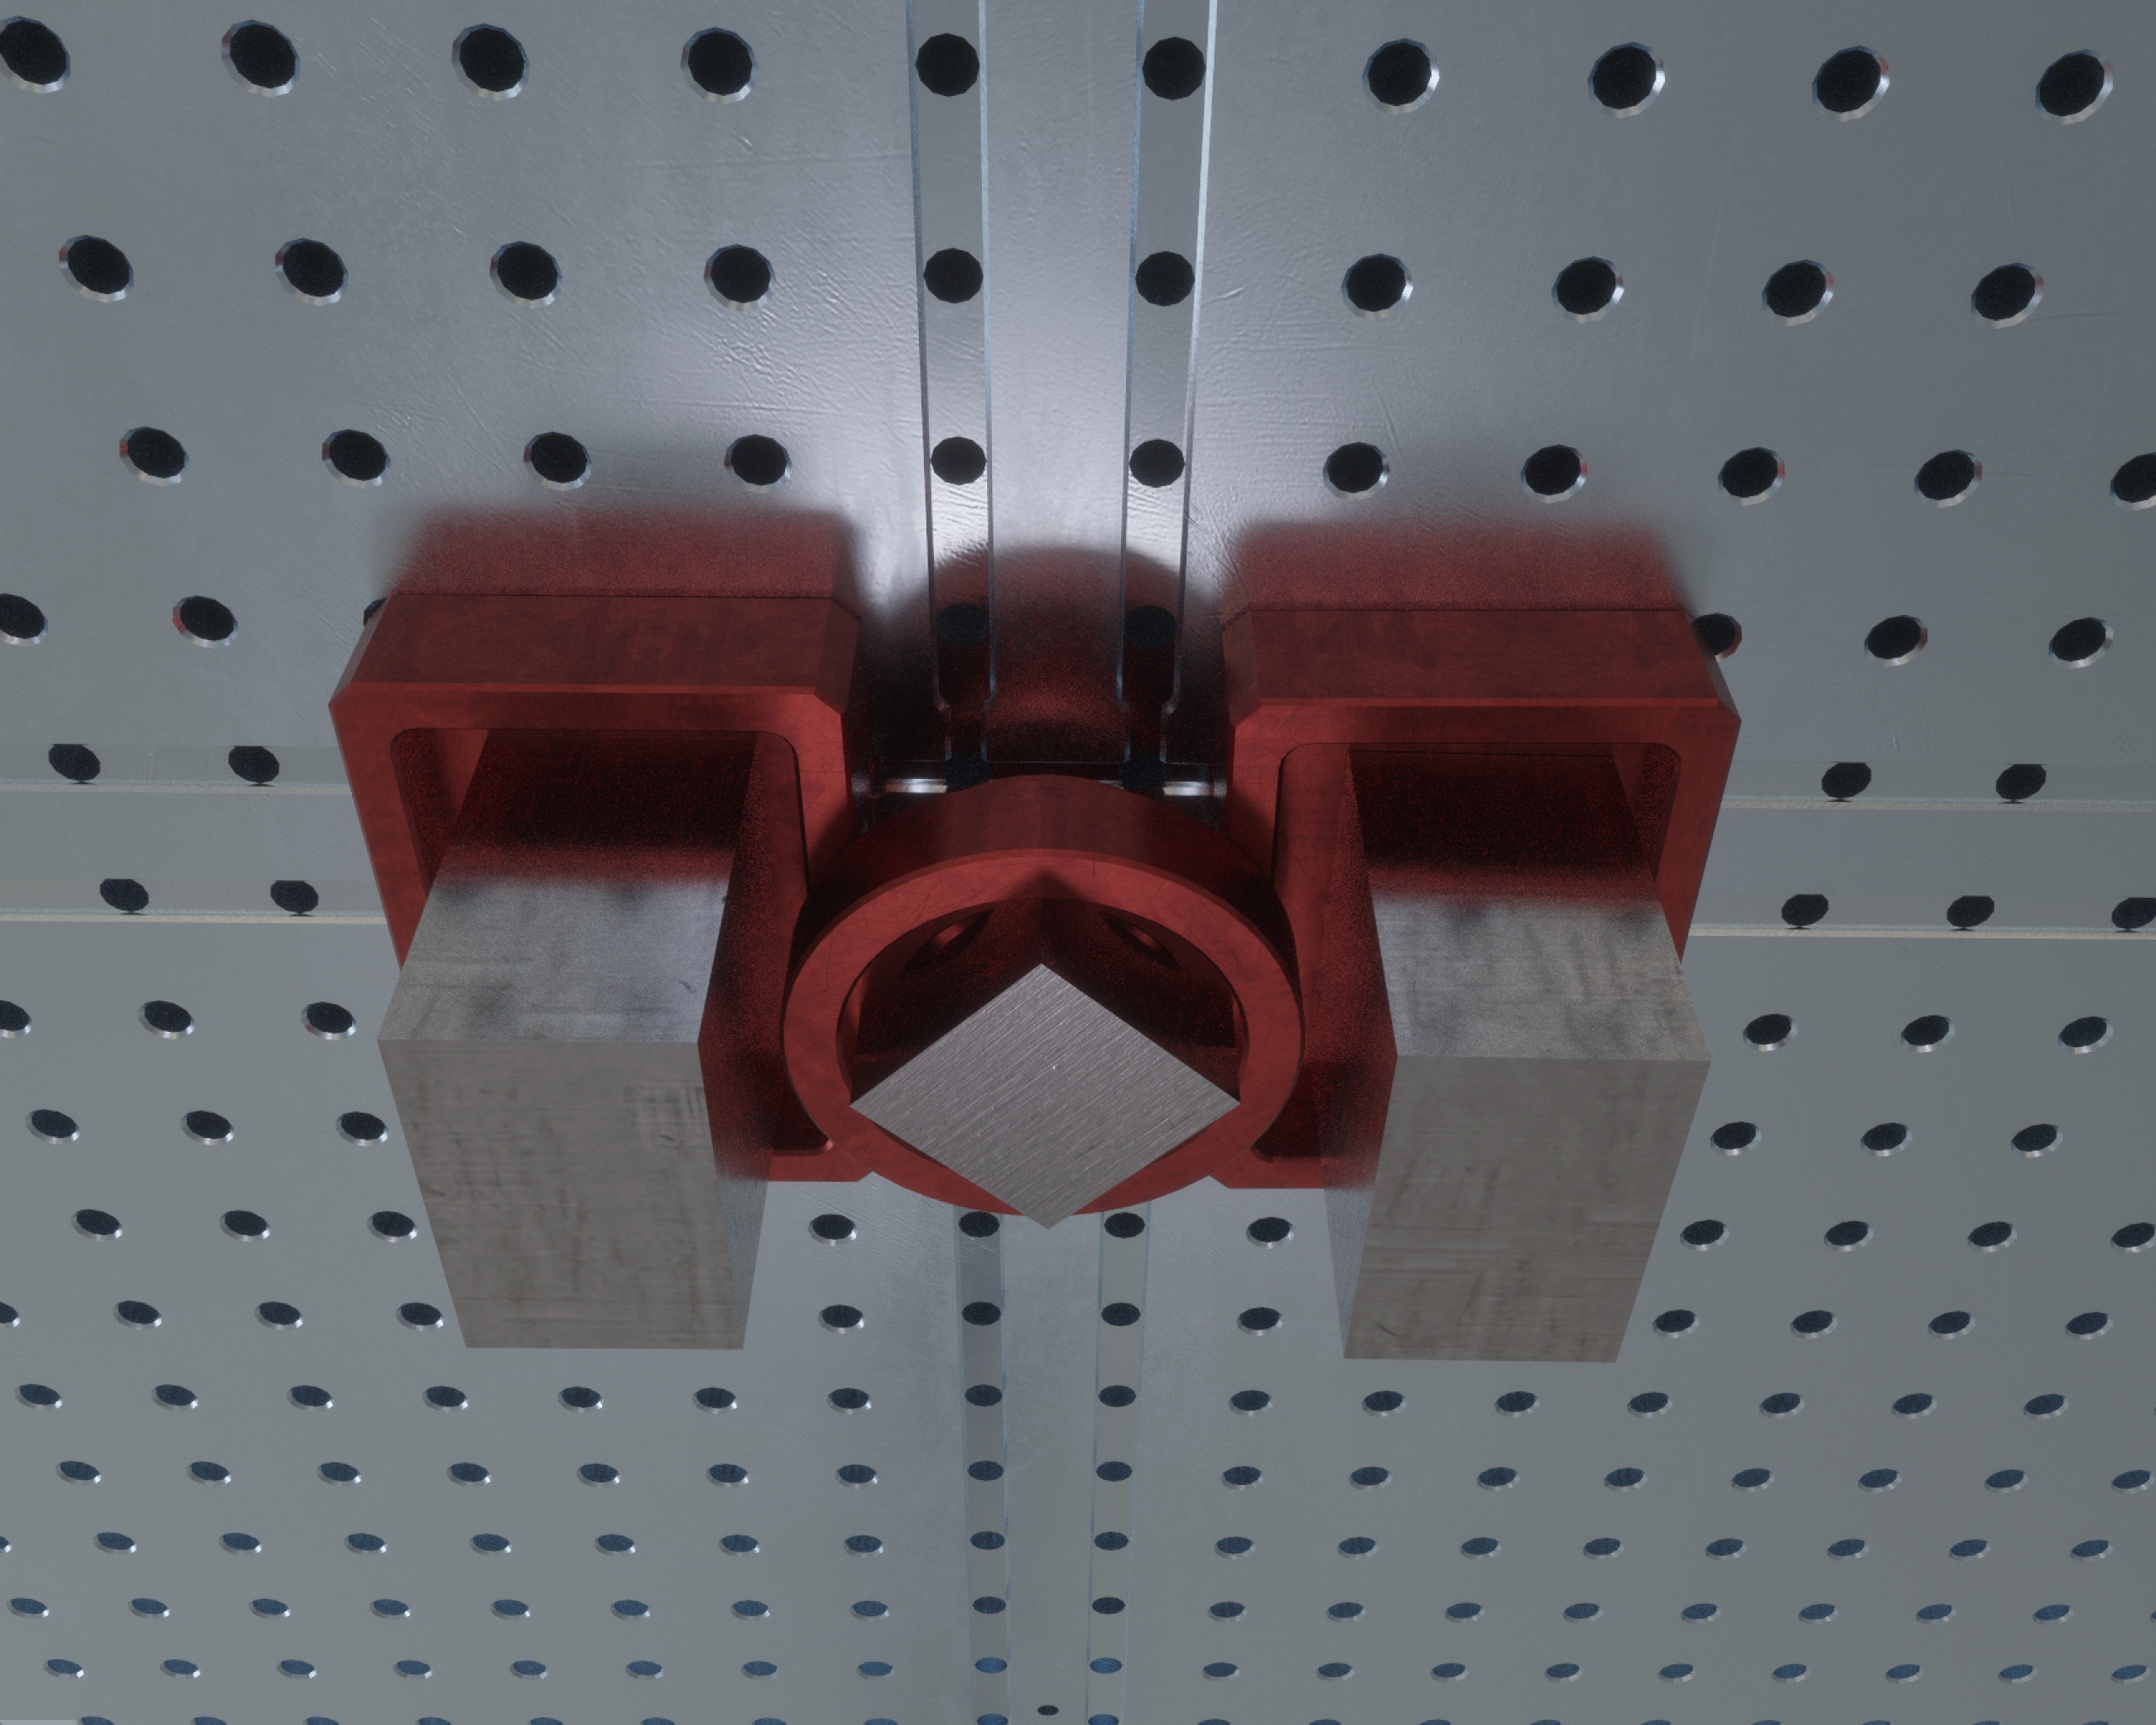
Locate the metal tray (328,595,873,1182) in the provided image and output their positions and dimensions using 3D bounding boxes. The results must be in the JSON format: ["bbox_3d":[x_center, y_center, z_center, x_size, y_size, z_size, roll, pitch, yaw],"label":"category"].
[{"bbox_3d":[-0.086,0.010,0.414,0.091,0.030,0.129,0,130,-1],"label":"metal tray"}]

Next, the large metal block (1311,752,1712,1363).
[{"bbox_3d":[0.075,0.036,0.389,0.050,0.080,0.079,1,130,-1],"label":"large metal block"}]

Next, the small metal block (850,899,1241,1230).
[{"bbox_3d":[-0.006,0.036,0.389,0.050,0.025,0.050,37,121,-27],"label":"small metal block"}]

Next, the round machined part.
[{"bbox_3d":[-0.007,0.022,0.407,0.099,0.042,0.097,0,130,0],"label":"round machined part"}]

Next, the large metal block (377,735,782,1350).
[{"bbox_3d":[-0.086,0.033,0.385,0.050,0.080,0.079,1,130,-1],"label":"large metal block"}]

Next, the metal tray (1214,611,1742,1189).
[{"bbox_3d":[0.072,0.012,0.418,0.091,0.030,0.129,0,130,0],"label":"metal tray"}]
